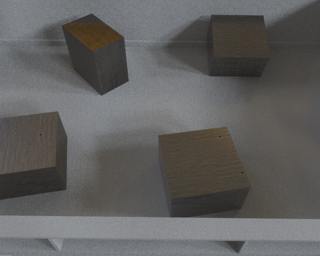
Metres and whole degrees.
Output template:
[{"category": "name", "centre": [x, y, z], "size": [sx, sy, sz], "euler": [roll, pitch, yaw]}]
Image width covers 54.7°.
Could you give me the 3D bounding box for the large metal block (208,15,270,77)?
[{"category": "large metal block", "centre": [0.119, -0.128, 0.484], "size": [0.080, 0.050, 0.080], "euler": [1, 66, 1]}]

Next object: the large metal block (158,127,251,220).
[{"category": "large metal block", "centre": [0.044, 0.049, 0.347], "size": [0.081, 0.050, 0.080], "euler": [-7, 50, -6]}]

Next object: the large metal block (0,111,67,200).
[{"category": "large metal block", "centre": [-0.156, 0.031, 0.361], "size": [0.081, 0.050, 0.080], "euler": [-8, 51, -7]}]

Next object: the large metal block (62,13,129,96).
[{"category": "large metal block", "centre": [-0.094, -0.109, 0.460], "size": [0.050, 0.080, 0.080], "euler": [-34, 58, -25]}]
